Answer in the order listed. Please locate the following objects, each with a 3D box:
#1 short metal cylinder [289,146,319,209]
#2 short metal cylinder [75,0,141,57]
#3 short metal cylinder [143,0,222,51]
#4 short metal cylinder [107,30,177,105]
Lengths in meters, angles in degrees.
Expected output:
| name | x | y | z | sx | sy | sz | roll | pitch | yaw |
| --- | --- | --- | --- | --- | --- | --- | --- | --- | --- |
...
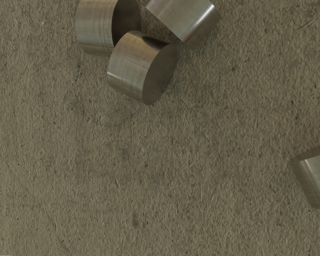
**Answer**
| name | x | y | z | sx | sy | sz | roll | pitch | yaw |
| --- | --- | --- | --- | --- | --- | --- | --- | --- | --- |
| short metal cylinder | 0.182 | 0.042 | 0.315 | 0.080 | 0.080 | 0.050 | -26 | 82 | 18 |
| short metal cylinder | -0.064 | -0.133 | 0.402 | 0.050 | 0.080 | 0.079 | 11 | 94 | 20 |
| short metal cylinder | 0.027 | -0.138 | 0.370 | 0.080 | 0.080 | 0.050 | 46 | 104 | 14 |
| short metal cylinder | -0.021 | -0.075 | 0.387 | 0.050 | 0.080 | 0.080 | 27 | 99 | 18 |
